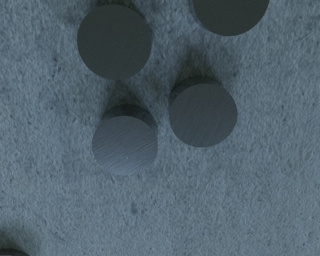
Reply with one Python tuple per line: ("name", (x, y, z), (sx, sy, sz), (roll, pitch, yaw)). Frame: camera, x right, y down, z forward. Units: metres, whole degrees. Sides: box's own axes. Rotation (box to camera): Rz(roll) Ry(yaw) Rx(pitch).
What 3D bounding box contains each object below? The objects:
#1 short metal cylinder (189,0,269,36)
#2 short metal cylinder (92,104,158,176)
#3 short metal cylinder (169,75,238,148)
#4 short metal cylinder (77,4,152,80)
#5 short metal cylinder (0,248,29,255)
("short metal cylinder", (0.074, -0.145, 0.344), (0.081, 0.050, 0.079), (0, 110, -1))
("short metal cylinder", (-0.043, 0.014, 0.401), (0.081, 0.050, 0.079), (0, 110, -1))
("short metal cylinder", (0.051, -0.022, 0.389), (0.081, 0.050, 0.079), (0, 110, -1))
("short metal cylinder", (-0.050, -0.100, 0.359), (0.081, 0.050, 0.079), (0, 110, -1))
("short metal cylinder", (-0.241, 0.237, 0.480), (0.081, 0.050, 0.079), (0, 110, -1))
